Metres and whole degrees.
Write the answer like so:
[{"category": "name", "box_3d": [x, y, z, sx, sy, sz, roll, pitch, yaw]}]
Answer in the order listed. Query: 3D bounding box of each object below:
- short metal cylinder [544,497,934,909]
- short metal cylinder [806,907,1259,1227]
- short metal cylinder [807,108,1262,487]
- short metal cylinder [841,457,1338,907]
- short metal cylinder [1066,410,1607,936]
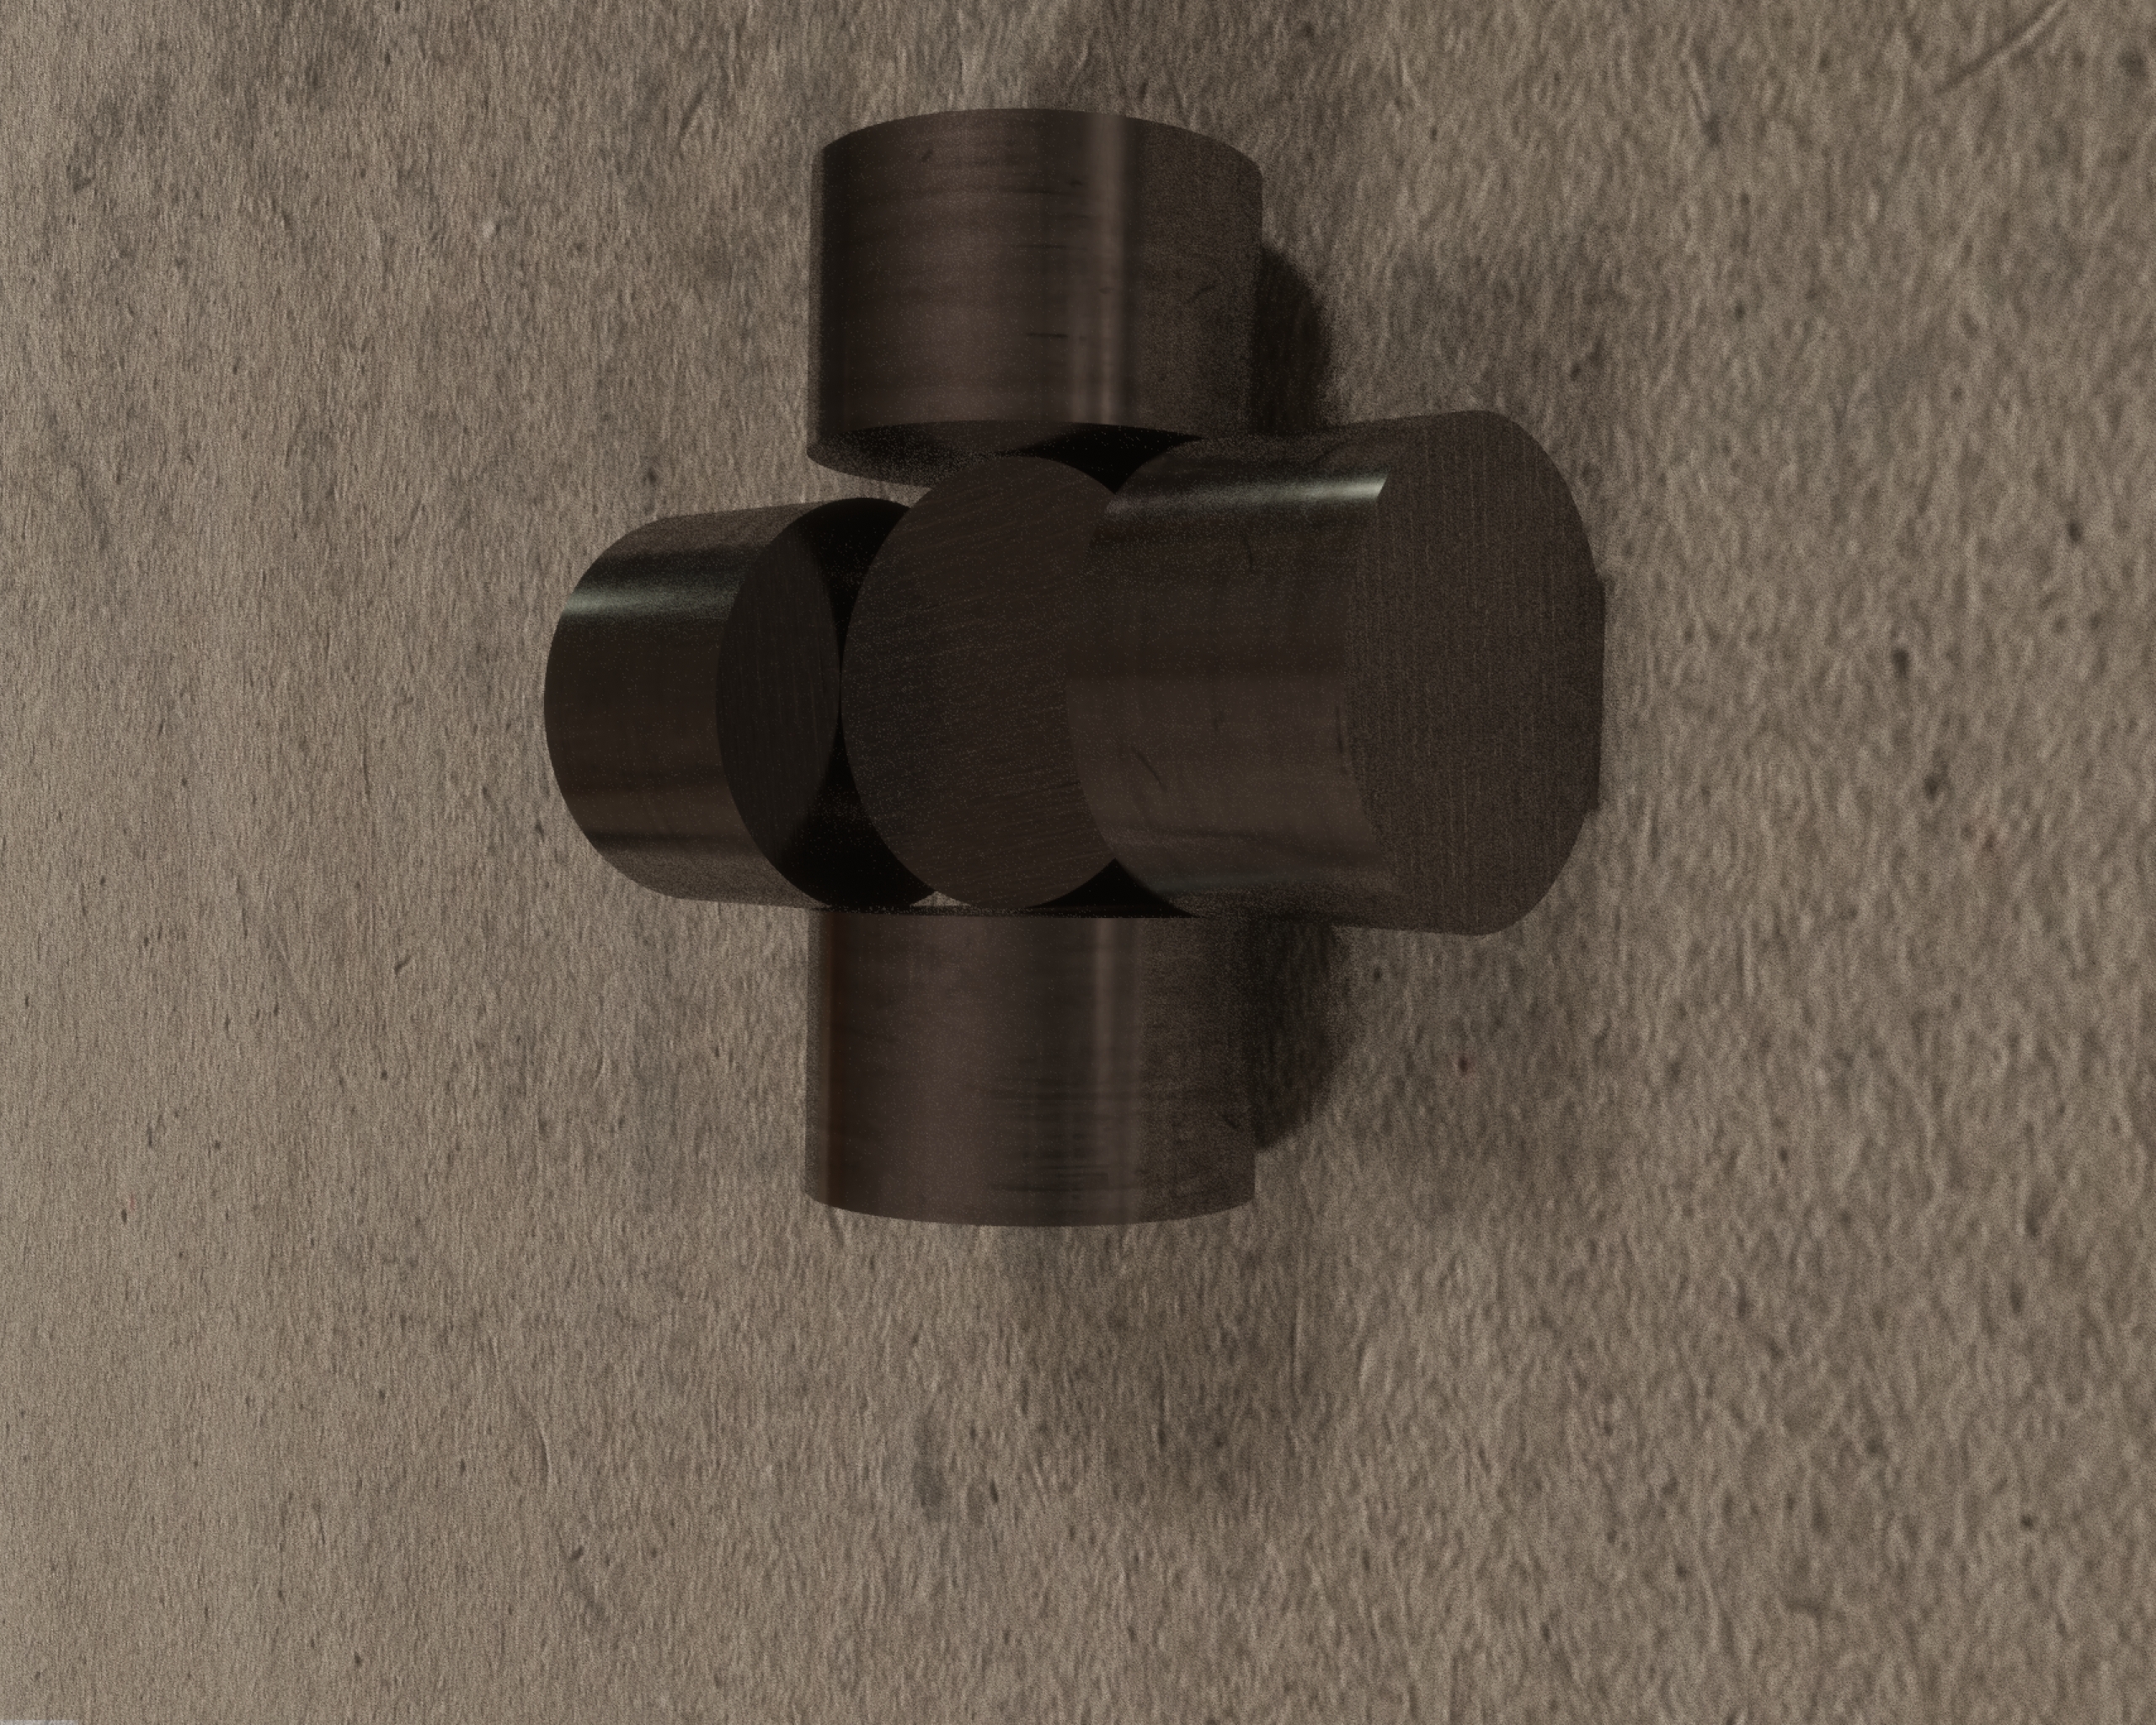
[{"category": "short metal cylinder", "box_3d": [-0.058, -0.031, 0.416, 0.050, 0.081, 0.079, 3, 92, 40]}, {"category": "short metal cylinder", "box_3d": [-0.008, 0.034, 0.375, 0.080, 0.081, 0.050, 1, 90, 39]}, {"category": "short metal cylinder", "box_3d": [-0.008, -0.097, 0.374, 0.080, 0.081, 0.050, 2, 92, 39]}, {"category": "short metal cylinder", "box_3d": [0.002, -0.032, 0.387, 0.080, 0.050, 0.079, 0, 90, 39]}, {"category": "short metal cylinder", "box_3d": [0.043, -0.030, 0.334, 0.050, 0.081, 0.079, 3, 92, 40]}]
